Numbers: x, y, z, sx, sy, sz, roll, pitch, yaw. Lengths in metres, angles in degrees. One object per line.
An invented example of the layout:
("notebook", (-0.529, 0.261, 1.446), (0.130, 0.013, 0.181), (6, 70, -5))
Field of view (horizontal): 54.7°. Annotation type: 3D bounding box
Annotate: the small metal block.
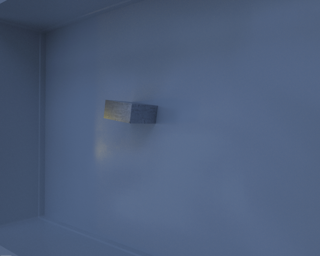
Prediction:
("small metal block", (-0.039, -0.022, 0.421), (0.050, 0.050, 0.025), (11, 97, 39))
